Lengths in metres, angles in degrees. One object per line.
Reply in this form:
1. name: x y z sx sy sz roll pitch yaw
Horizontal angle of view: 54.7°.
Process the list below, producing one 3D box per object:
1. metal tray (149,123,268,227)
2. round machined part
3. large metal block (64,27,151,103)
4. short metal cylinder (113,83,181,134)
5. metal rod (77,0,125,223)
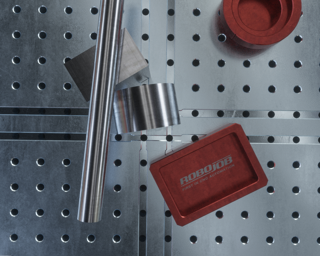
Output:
1. metal tray: 0.063 0.060 0.411 0.131 0.030 0.090 -26 90 0
2. round machined part: 0.127 -0.152 0.406 0.099 0.042 0.097 0 90 0
3. large metal block: -0.060 -0.071 0.385 0.080 0.080 0.050 -31 90 0
4. short metal cylinder: -0.018 -0.023 0.386 0.080 0.080 0.050 -9 90 0
5. metal rod: -0.060 -0.051 0.332 0.025 0.025 0.298 6 90 0
